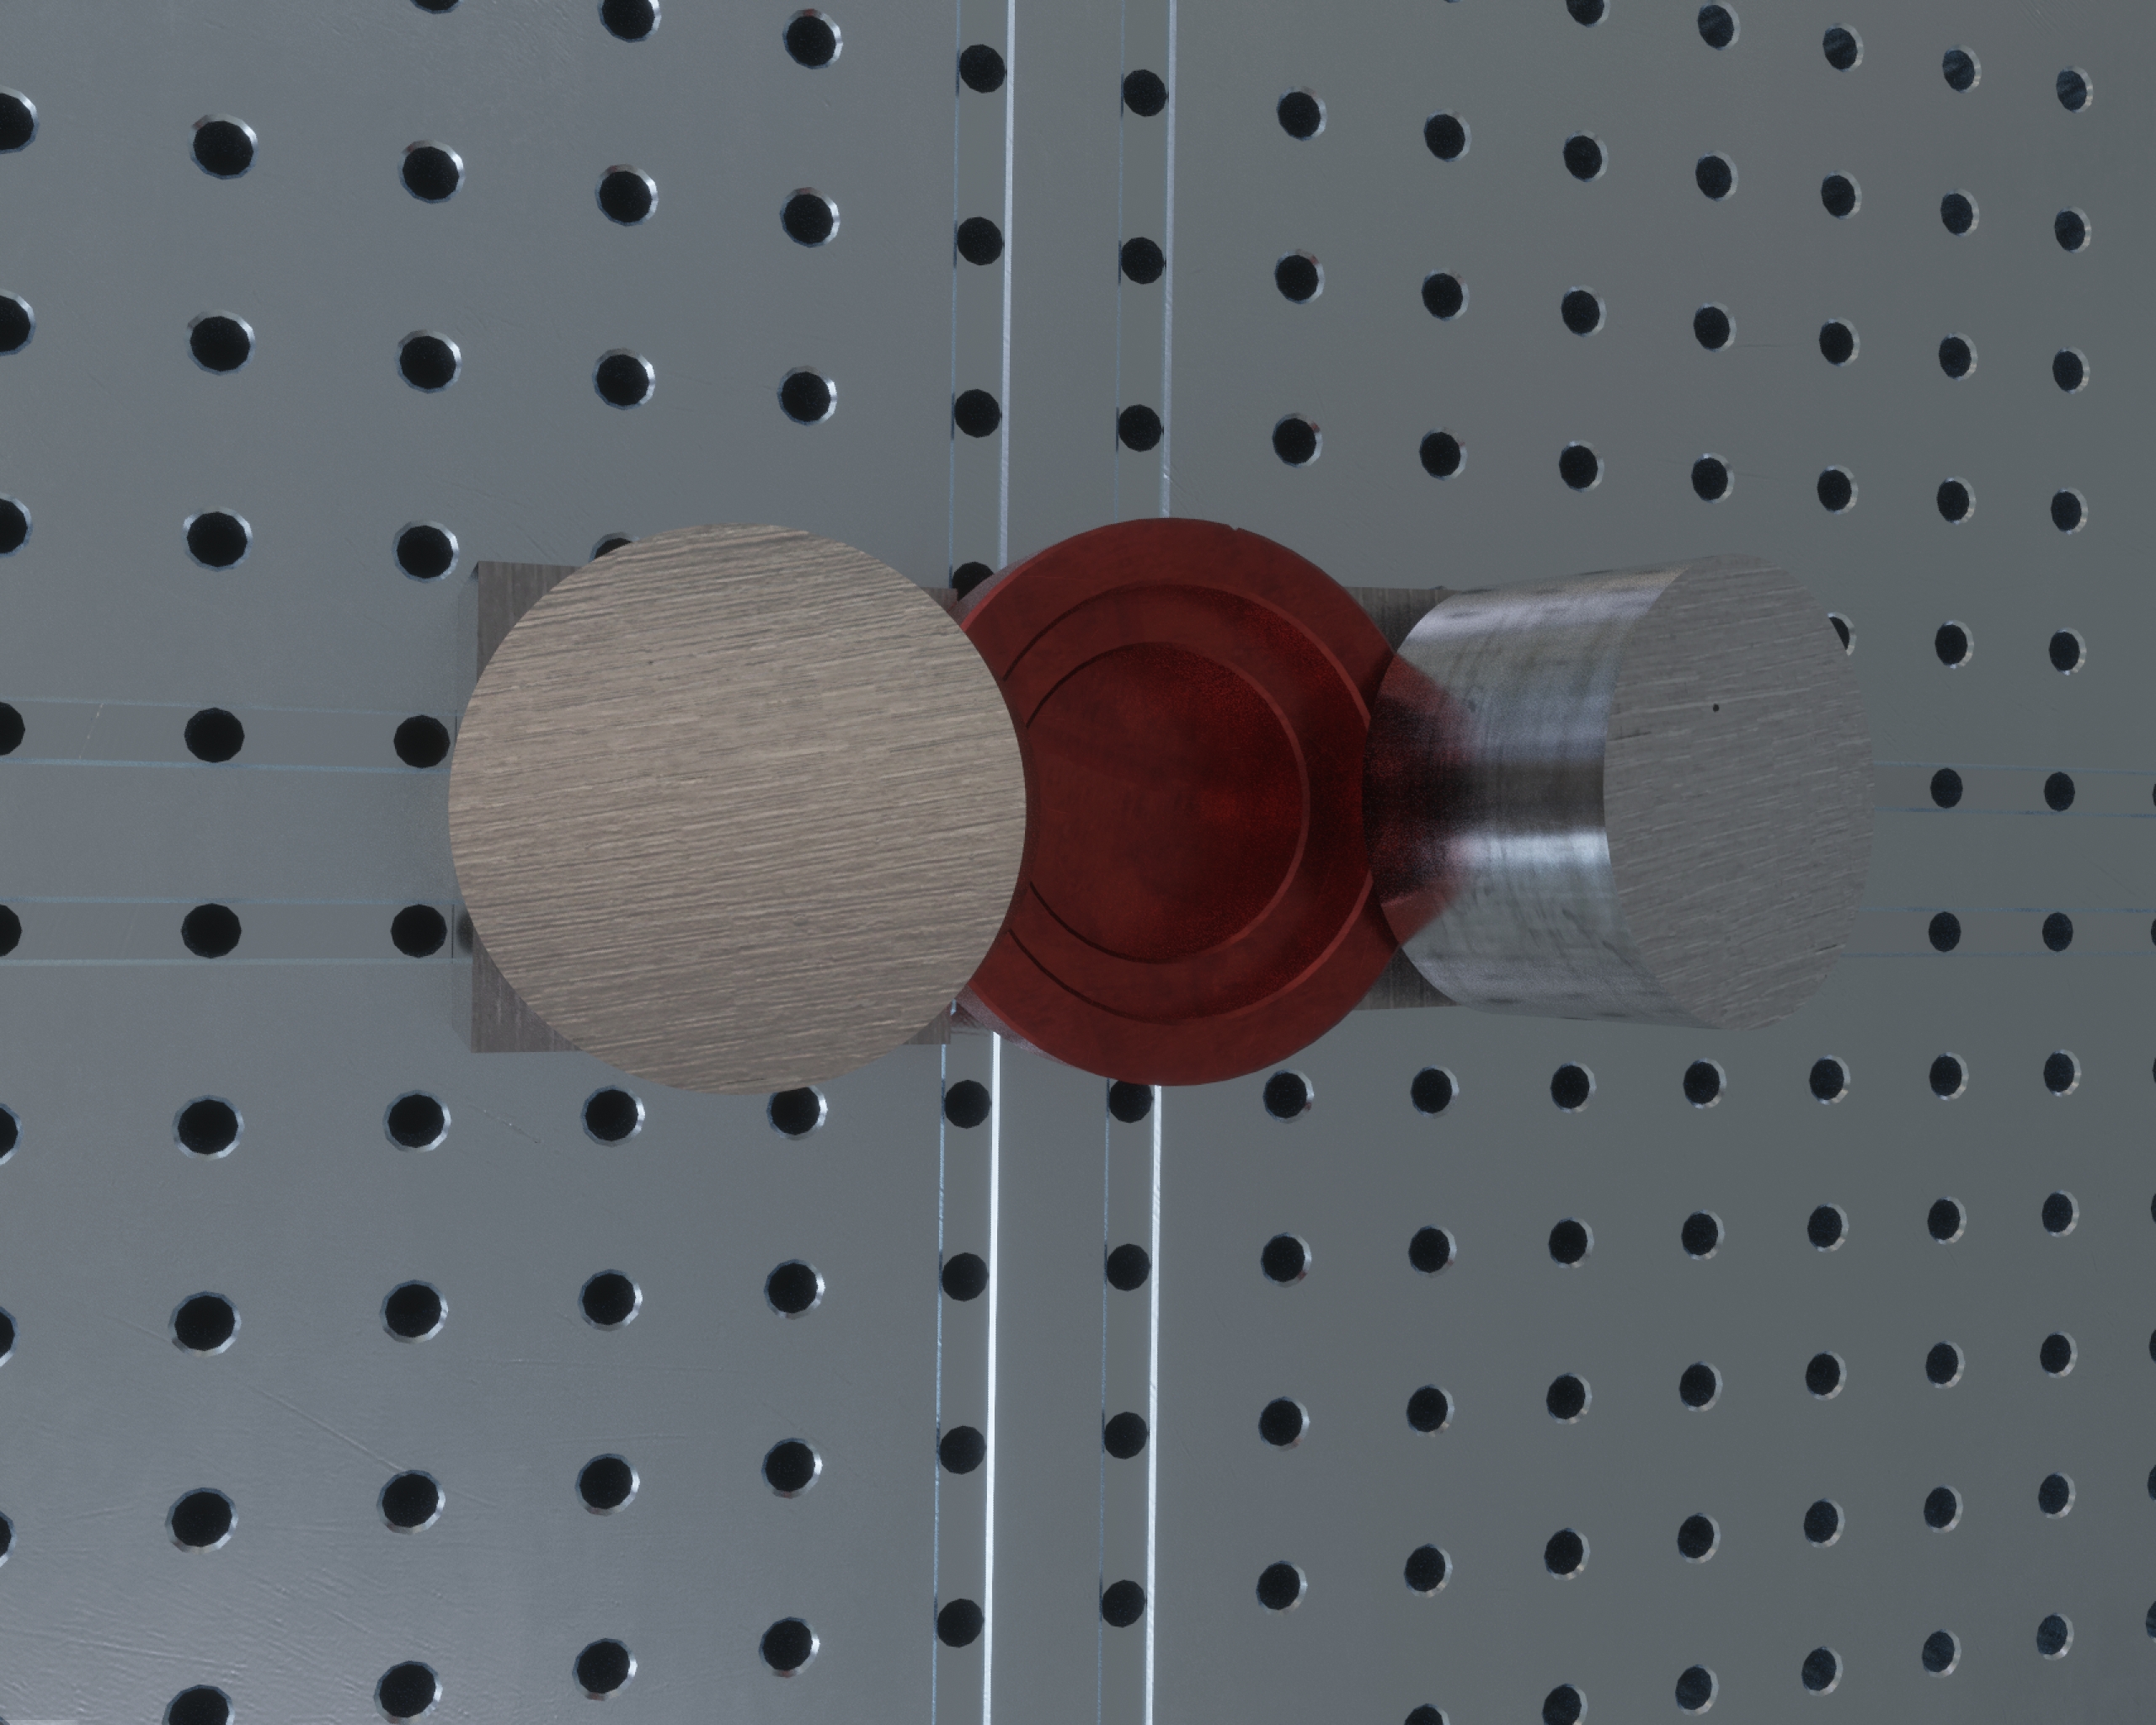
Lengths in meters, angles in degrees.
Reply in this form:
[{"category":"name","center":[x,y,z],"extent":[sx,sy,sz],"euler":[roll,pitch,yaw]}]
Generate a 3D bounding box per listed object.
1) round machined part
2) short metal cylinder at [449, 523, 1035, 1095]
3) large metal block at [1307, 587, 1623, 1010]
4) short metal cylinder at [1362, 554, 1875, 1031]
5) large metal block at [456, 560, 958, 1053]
[{"category":"round machined part","center":[0.011,-0.011,0.376],"extent":[0.099,0.042,0.097],"euler":[0,90,-20]},{"category":"short metal cylinder","center":[-0.047,-0.008,0.315],"extent":[0.080,0.050,0.079],"euler":[0,91,1]},{"category":"large metal block","center":[0.073,-0.013,0.426],"extent":[0.081,0.050,0.080],"euler":[-1,91,-20]},{"category":"short metal cylinder","center":[0.096,-0.012,0.368],"extent":[0.081,0.050,0.080],"euler":[0,90,-40]},{"category":"large metal block","center":[-0.068,-0.009,0.374],"extent":[0.081,0.050,0.080],"euler":[1,90,-20]}]
